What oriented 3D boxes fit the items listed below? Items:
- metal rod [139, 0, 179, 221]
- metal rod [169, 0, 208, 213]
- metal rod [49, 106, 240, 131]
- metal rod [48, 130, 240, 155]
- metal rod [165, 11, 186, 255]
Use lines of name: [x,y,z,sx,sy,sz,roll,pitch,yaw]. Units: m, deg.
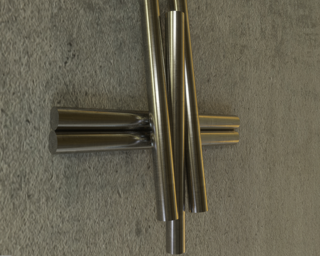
metal rod: [-0.003,-0.041,0.378,0.025,0.025,0.298,0,82,-40]
metal rod: [0.036,-0.042,0.411,0.025,0.025,0.298,0,82,-40]
metal rod: [0.007,-0.010,0.415,0.302,0.025,0.025,0,90,-40]
metal rod: [0.006,0.015,0.414,0.302,0.025,0.025,0,90,-40]
metal rod: [0.019,0.006,0.391,0.025,0.025,0.298,0,90,-40]
